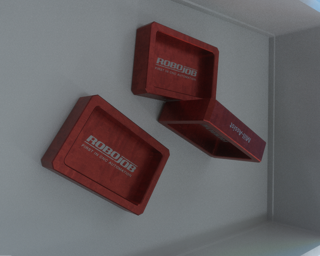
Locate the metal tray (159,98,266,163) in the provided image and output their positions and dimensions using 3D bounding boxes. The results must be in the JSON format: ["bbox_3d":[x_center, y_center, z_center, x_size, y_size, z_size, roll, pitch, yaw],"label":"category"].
[{"bbox_3d":[0.073,0.006,0.428,0.130,0.090,0.030,33,70,-36],"label":"metal tray"}]

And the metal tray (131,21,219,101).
[{"bbox_3d":[0.026,-0.081,0.426,0.131,0.030,0.089,8,85,-40],"label":"metal tray"}]

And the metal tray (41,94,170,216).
[{"bbox_3d":[-0.055,0.034,0.358,0.130,0.030,0.090,40,66,-33],"label":"metal tray"}]
